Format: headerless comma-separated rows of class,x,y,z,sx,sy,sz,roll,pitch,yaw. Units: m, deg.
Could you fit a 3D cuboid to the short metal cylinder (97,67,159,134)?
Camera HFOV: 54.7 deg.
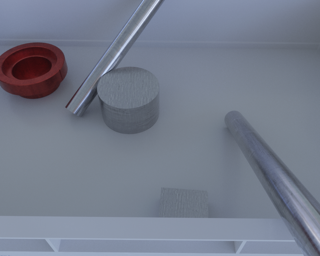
short metal cylinder,-0.041,-0.038,0.420,0.081,0.050,0.080,0,50,0

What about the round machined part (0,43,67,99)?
round machined part,-0.187,-0.081,0.460,0.099,0.042,0.098,0,50,0

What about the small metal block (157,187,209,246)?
small metal block,0.024,0.093,0.327,0.050,0.025,0.050,4,50,3

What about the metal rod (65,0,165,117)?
metal rod,-0.034,-0.144,0.433,0.025,0.025,0.299,34,87,24

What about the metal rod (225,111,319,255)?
metal rod,0.094,0.031,0.276,0.025,0.025,0.300,2,17,2
